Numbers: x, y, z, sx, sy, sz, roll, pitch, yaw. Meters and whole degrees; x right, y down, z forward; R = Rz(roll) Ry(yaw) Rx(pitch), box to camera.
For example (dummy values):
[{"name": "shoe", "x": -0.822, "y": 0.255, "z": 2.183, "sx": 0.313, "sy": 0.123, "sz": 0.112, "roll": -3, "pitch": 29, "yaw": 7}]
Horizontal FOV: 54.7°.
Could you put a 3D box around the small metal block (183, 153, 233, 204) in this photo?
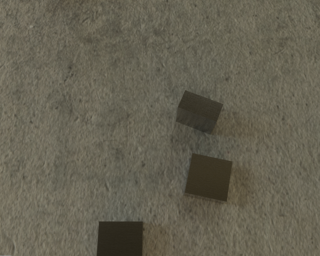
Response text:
[{"name": "small metal block", "x": 0.059, "y": 0.063, "z": 0.386, "sx": 0.050, "sy": 0.025, "sz": 0.050, "roll": 12, "pitch": 70, "yaw": 4}]

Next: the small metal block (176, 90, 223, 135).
[{"name": "small metal block", "x": 0.050, "y": -0.019, "z": 0.402, "sx": 0.050, "sy": 0.050, "sz": 0.025, "roll": 21, "pitch": 72, "yaw": 7}]

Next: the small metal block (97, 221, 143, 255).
[{"name": "small metal block", "x": -0.045, "y": 0.135, "z": 0.358, "sx": 0.050, "sy": 0.025, "sz": 0.050, "roll": 0, "pitch": 70, "yaw": -1}]
